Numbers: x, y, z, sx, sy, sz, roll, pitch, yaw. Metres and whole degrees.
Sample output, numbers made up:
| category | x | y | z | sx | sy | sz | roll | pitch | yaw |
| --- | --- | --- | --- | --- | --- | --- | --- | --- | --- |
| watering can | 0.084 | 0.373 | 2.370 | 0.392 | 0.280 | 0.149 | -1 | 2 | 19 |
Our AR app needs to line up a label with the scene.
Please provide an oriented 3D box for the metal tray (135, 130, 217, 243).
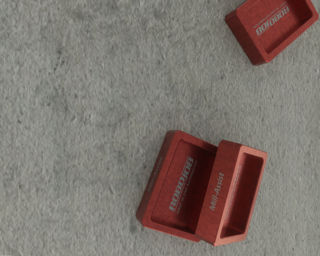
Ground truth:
| category | x | y | z | sx | sy | sz | roll | pitch | yaw |
| --- | --- | --- | --- | --- | --- | --- | --- | --- | --- |
| metal tray | 0.033 | 0.077 | 0.419 | 0.091 | 0.030 | 0.130 | 23 | 82 | -19 |

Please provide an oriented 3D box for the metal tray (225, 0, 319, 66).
| category | x | y | z | sx | sy | sz | roll | pitch | yaw |
| --- | --- | --- | --- | --- | --- | --- | --- | --- | --- |
| metal tray | 0.172 | -0.168 | 0.471 | 0.130 | 0.030 | 0.090 | -40 | 103 | -16 |

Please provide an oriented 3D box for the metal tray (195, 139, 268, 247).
| category | x | y | z | sx | sy | sz | roll | pitch | yaw |
| --- | --- | --- | --- | --- | --- | --- | --- | --- | --- |
| metal tray | 0.099 | 0.087 | 0.418 | 0.091 | 0.030 | 0.129 | 16 | 88 | -49 |
